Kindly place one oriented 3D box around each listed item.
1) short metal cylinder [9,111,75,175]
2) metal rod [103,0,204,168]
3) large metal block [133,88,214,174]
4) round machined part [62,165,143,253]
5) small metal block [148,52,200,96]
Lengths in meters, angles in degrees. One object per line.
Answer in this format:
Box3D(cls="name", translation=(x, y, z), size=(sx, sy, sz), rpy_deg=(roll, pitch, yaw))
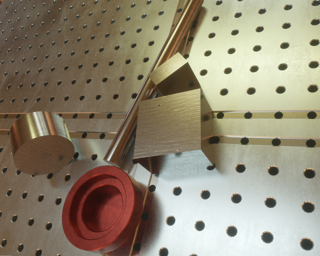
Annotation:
Box3D(cls="short metal cylinder", translation=(-0.170, 0.023, 0.446), size=(0.080, 0.080, 0.050), rpy_deg=(-36, 52, 4))
Box3D(cls="metal rod", translation=(-0.002, -0.081, 0.457), size=(0.025, 0.025, 0.300), rpy_deg=(13, 68, 33))
Box3D(cls="large metal block", translation=(0.019, 0.006, 0.378), size=(0.080, 0.050, 0.080), rpy_deg=(-10, 57, 22))
Box3D(cls="round machined part", translation=(-0.063, 0.098, 0.369), size=(0.098, 0.042, 0.098), rpy_deg=(-13, 56, 20))
Box3D(cls="small metal block", translation=(0.020, -0.066, 0.421), size=(0.050, 0.050, 0.025), rpy_deg=(-37, 51, 3))
